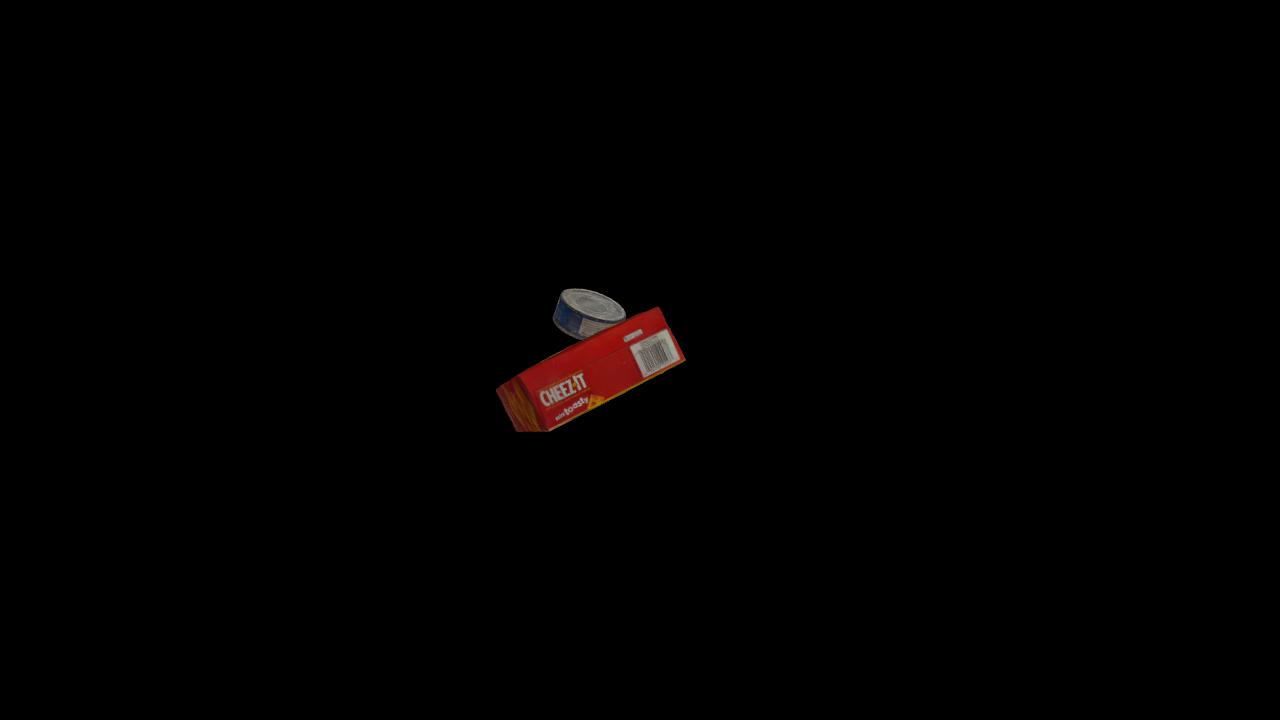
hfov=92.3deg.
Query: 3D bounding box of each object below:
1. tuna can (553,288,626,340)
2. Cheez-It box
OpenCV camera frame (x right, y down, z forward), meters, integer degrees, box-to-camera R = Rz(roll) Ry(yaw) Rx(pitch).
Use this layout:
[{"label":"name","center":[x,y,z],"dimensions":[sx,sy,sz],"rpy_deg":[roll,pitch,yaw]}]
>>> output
[{"label":"tuna can","center":[-0.060,-0.054,0.739],"dimensions":[0.084,0.034,0.084],"rpy_deg":[18,25,-8]},{"label":"Cheez-It box","center":[-0.068,0.017,0.707],"dimensions":[0.166,0.071,0.223],"rpy_deg":[-27,3,-19]}]
